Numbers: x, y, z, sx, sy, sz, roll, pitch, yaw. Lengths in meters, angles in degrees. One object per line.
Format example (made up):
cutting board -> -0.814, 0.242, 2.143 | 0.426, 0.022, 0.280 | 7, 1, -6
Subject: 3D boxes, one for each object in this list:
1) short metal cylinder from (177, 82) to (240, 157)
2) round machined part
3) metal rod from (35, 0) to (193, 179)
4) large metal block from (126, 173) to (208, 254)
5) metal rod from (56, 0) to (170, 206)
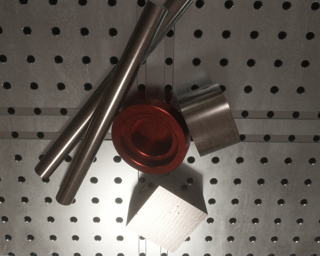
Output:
short metal cylinder -> 0.059, -0.010, 0.381 | 0.050, 0.080, 0.080 | -22, 109, 7
round machined part -> -0.009, 0.007, 0.397 | 0.098, 0.042, 0.097 | 8, 118, 16
metal rod -> -0.068, -0.046, 0.395 | 0.025, 0.025, 0.299 | 38, 105, -13
large metal block -> 0.009, 0.118, 0.444 | 0.080, 0.050, 0.080 | 33, 106, -12
metal rod -> -0.070, -0.012, 0.386 | 0.025, 0.025, 0.298 | 26, 116, -10
